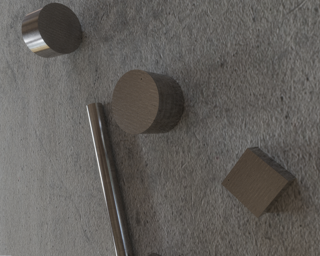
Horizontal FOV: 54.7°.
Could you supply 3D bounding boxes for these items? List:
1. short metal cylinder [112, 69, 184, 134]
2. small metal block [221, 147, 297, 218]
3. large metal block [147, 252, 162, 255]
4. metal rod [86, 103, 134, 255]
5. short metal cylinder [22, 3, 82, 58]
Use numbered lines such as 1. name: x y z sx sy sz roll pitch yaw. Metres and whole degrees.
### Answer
1. short metal cylinder: -0.016 -0.032 0.400 0.080 0.050 0.079 0 90 39
2. small metal block: 0.101 0.055 0.321 0.050 0.025 0.050 44 116 31
3. large metal block: -0.004 0.199 0.371 0.080 0.081 0.050 5 93 39
4. metal rod: -0.069 0.107 0.459 0.025 0.025 0.299 -22 76 37
5. short metal cylinder: -0.177 -0.160 0.512 0.050 0.081 0.079 1 91 40
